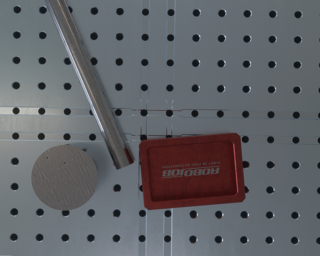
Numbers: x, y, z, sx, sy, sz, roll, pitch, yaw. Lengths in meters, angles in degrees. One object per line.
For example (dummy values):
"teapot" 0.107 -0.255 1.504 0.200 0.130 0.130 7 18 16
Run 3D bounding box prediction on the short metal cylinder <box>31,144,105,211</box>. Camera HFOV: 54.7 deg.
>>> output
"short metal cylinder" -0.116 0.060 0.400 0.081 0.050 0.079 0 90 0

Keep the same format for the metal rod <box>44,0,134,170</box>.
"metal rod" -0.105 -0.087 0.412 0.025 0.025 0.299 -23 90 0

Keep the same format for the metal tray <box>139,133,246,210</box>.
"metal tray" 0.041 0.056 0.411 0.131 0.030 0.089 -5 90 0
